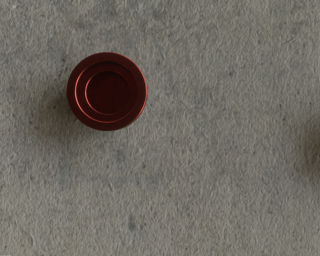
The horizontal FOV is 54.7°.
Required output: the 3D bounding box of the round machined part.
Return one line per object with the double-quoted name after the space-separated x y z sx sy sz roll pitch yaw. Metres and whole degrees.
-0.066 -0.045 0.401 0.099 0.042 0.097 0 90 -1 "round machined part"
